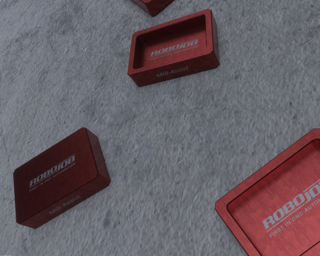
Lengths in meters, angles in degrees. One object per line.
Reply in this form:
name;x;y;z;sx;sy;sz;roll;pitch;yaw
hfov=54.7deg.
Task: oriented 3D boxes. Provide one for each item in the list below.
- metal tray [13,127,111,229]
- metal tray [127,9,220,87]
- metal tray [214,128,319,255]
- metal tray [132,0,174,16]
metal tray;-0.140;0.068;0.430;0.130;0.030;0.090;-31;52;7
metal tray;0.019;-0.118;0.461;0.130;0.030;0.090;-11;57;22
metal tray;0.129;0.072;0.288;0.130;0.030;0.090;-38;51;2
metal tray;-0.016;-0.267;0.571;0.090;0.030;0.130;-40;51;0
